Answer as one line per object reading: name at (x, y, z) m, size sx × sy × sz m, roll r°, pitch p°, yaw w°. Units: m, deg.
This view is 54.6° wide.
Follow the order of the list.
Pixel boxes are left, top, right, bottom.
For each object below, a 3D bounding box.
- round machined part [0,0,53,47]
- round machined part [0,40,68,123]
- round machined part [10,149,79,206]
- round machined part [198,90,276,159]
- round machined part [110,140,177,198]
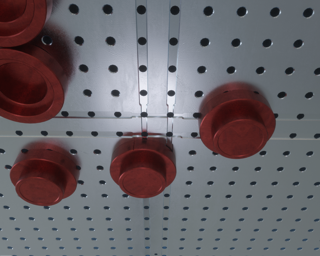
round machined part at (-0.151, -0.130, 0.289) m, size 0.099 × 0.042 × 0.097 m, roll 0°, pitch 131°, yaw 0°
round machined part at (-0.154, -0.055, 0.351) m, size 0.099 × 0.042 × 0.097 m, roll 0°, pitch 132°, yaw 0°
round machined part at (-0.176, 0.081, 0.468) m, size 0.099 × 0.042 × 0.097 m, roll 0°, pitch 130°, yaw 0°
round machined part at (0.101, 0.003, 0.403) m, size 0.099 × 0.042 × 0.097 m, roll 0°, pitch 130°, yaw 0°
round machined part at (-0.025, 0.066, 0.456) m, size 0.099 × 0.042 × 0.097 m, roll 0°, pitch 130°, yaw 0°
